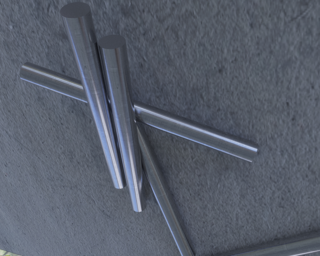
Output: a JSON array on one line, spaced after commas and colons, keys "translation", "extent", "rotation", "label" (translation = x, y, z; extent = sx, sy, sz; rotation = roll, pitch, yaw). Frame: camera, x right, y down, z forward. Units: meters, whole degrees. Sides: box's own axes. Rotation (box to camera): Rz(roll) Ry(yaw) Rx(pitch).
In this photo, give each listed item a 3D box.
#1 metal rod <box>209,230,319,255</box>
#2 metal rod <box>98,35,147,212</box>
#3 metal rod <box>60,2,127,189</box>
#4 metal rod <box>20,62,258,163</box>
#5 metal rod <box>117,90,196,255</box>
[{"translation": [0.120, 0.194, 0.462], "extent": [0.299, 0.025, 0.025], "rotation": [-33, 100, 38], "label": "metal rod"}, {"translation": [-0.039, 0.023, 0.392], "extent": [0.025, 0.025, 0.298], "rotation": [17, 140, 18], "label": "metal rod"}, {"translation": [-0.067, -0.007, 0.376], "extent": [0.025, 0.025, 0.298], "rotation": [19, 145, 16], "label": "metal rod"}, {"translation": [-0.030, -0.021, 0.381], "extent": [0.301, 0.025, 0.025], "rotation": [20, 126, 5], "label": "metal rod"}, {"translation": [-0.004, 0.078, 0.455], "extent": [0.025, 0.025, 0.298], "rotation": [-8, 115, 31], "label": "metal rod"}]
